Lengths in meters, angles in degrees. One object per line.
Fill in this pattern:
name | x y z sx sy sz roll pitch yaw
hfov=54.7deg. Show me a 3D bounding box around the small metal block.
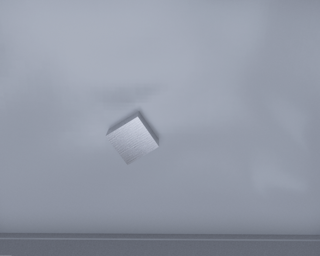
small metal block | -0.036 0.013 0.416 0.050 0.025 0.050 -31 108 10
